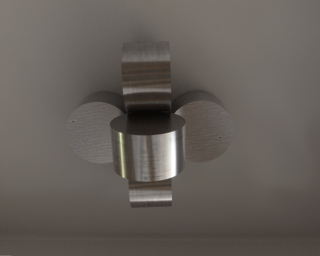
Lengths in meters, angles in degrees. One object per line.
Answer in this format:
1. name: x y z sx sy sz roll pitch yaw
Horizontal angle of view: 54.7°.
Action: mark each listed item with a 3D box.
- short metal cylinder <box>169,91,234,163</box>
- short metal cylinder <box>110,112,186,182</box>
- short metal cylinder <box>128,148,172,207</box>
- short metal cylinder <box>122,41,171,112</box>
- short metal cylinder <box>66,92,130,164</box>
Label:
1. short metal cylinder: 0.049 -0.003 0.395 0.081 0.050 0.079 0 110 0
2. short metal cylinder: -0.012 0.017 0.339 0.080 0.080 0.050 -1 110 0
3. short metal cylinder: -0.012 0.062 0.403 0.050 0.080 0.079 -2 110 0
4. short metal cylinder: -0.014 -0.059 0.358 0.050 0.080 0.079 -2 110 0
5. short metal cylinder: -0.073 -0.002 0.395 0.081 0.050 0.079 0 110 0
